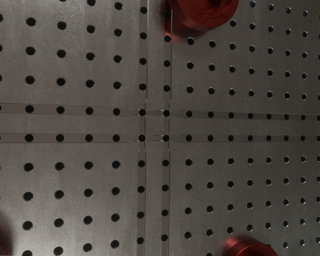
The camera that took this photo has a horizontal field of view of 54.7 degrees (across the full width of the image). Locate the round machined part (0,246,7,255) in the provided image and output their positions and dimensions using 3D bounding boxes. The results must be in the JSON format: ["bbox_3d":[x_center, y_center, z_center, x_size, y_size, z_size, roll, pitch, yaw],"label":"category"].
[{"bbox_3d":[-0.211,0.159,0.326,0.099,0.042,0.097,0,90,-21],"label":"round machined part"}]

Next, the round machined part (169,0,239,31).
[{"bbox_3d":[0.055,-0.181,0.425,0.099,0.042,0.097,0,90,-21],"label":"round machined part"}]

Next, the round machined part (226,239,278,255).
[{"bbox_3d":[0.142,0.221,0.458,0.099,0.042,0.097,0,90,-21],"label":"round machined part"}]
